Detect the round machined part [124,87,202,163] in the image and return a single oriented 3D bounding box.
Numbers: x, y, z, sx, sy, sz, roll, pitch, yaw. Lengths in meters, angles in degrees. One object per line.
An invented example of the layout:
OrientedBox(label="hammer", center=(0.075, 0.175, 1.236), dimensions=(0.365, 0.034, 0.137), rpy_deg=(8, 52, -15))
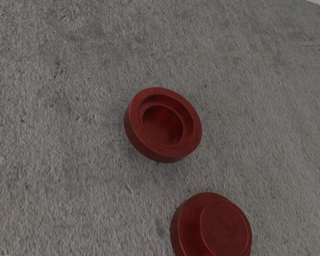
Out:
OrientedBox(label="round machined part", center=(0.000, 0.000, 0.393), dimensions=(0.099, 0.042, 0.098), rpy_deg=(14, 56, -21))

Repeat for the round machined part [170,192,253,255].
OrientedBox(label="round machined part", center=(0.065, 0.120, 0.354), dimensions=(0.099, 0.042, 0.098), rpy_deg=(14, 56, -21))
